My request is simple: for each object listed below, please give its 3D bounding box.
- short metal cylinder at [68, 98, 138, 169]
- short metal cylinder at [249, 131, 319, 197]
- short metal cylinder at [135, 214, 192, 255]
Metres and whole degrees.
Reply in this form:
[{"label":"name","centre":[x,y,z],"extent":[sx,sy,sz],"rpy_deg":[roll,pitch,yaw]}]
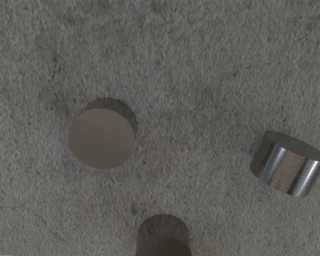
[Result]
[{"label":"short metal cylinder","centre":[-0.071,0.006,0.398],"extent":[0.081,0.050,0.079],"rpy_deg":[0,110,-1]},{"label":"short metal cylinder","centre":[0.164,0.044,0.399],"extent":[0.080,0.080,0.050],"rpy_deg":[17,109,-7]},{"label":"short metal cylinder","centre":[0.005,0.177,0.462],"extent":[0.081,0.050,0.079],"rpy_deg":[0,110,-1]}]
